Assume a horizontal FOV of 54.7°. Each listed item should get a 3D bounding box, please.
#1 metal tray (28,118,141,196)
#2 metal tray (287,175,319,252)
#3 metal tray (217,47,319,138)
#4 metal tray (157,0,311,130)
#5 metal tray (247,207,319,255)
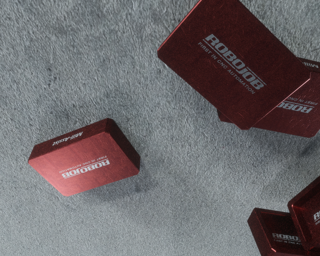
[{"bbox_3d":[-0.105,0.045,0.441,0.130,0.030,0.090,-20,128,15],"label":"metal tray"},{"bbox_3d":[0.259,0.119,0.468,0.030,0.090,0.129,19,128,-16],"label":"metal tray"},{"bbox_3d":[0.144,-0.040,0.371,0.131,0.030,0.089,10,130,-9],"label":"metal tray"},{"bbox_3d":[0.074,-0.070,0.320,0.130,0.030,0.090,39,116,-12],"label":"metal tray"},{"bbox_3d":[0.218,0.179,0.499,0.131,0.090,0.030,11,118,-10],"label":"metal tray"}]
